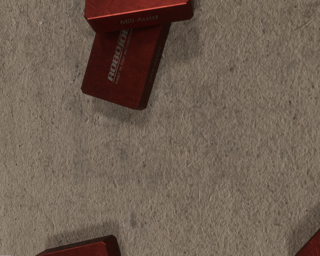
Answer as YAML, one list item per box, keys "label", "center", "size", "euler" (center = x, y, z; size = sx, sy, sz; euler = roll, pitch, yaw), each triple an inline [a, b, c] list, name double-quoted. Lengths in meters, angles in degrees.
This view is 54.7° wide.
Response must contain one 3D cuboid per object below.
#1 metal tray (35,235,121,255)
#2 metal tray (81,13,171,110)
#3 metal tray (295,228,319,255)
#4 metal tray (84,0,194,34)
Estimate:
- label: "metal tray"
  center: [-0.115, 0.214, 0.445]
  size: [0.130, 0.030, 0.090]
  euler: [-19, 84, 18]
- label: "metal tray"
  center: [-0.047, -0.098, 0.422]
  size: [0.090, 0.030, 0.129]
  euler: [19, 96, 18]
- label: "metal tray"
  center: [0.210, 0.161, 0.313]
  size: [0.130, 0.030, 0.090]
  euler: [42, 99, 29]
- label: "metal tray"
  center: [-0.026, -0.174, 0.391]
  size: [0.131, 0.030, 0.090]
  euler: [-5, 70, 11]
